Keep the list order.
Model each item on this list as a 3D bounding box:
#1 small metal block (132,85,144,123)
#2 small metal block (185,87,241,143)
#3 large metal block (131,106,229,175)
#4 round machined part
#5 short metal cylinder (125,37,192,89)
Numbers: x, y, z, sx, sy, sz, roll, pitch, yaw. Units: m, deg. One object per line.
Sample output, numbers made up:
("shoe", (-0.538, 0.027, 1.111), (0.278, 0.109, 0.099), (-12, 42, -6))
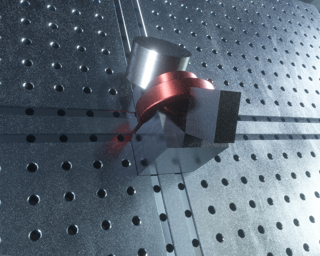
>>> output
("small metal block", (-0.006, -0.034, 0.426), (0.050, 0.025, 0.050), (1, 61, -28))
("small metal block", (0.052, -0.014, 0.314), (0.025, 0.050, 0.050), (2, 99, -29))
("large metal block", (0.021, 0.017, 0.374), (0.081, 0.080, 0.050), (1, 62, -28))
("round machined part", (0.019, -0.034, 0.380), (0.099, 0.097, 0.042), (1, 62, -28))
("short metal cylinder", (-0.003, -0.088, 0.424), (0.081, 0.050, 0.080), (14, 27, -7))
